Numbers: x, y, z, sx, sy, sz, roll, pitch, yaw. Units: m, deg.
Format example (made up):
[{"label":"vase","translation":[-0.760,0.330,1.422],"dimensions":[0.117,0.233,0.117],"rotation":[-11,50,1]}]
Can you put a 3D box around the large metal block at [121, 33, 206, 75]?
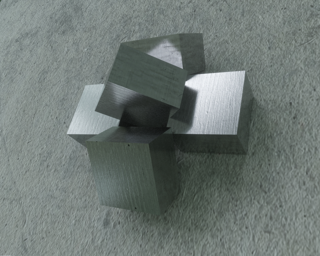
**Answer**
[{"label":"large metal block","translation":[0.008,-0.096,0.416],"dimensions":[0.080,0.080,0.050],"rotation":[0,105,28]}]

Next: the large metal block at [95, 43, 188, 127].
[{"label":"large metal block","translation":[-0.024,-0.043,0.365],"dimensions":[0.080,0.080,0.050],"rotation":[136,151,-61]}]

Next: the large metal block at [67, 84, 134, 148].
[{"label":"large metal block","translation":[-0.071,-0.015,0.434],"dimensions":[0.080,0.050,0.080],"rotation":[0,62,27]}]

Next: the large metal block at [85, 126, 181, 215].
[{"label":"large metal block","translation":[-0.028,0.044,0.349],"dimensions":[0.080,0.079,0.050],"rotation":[1,19,29]}]

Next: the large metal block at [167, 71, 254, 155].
[{"label":"large metal block","translation":[0.060,-0.017,0.364],"dimensions":[0.080,0.050,0.080],"rotation":[0,62,28]}]
